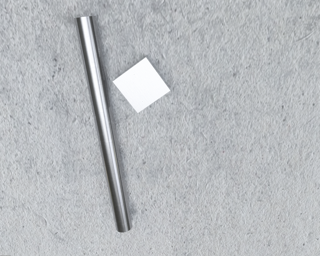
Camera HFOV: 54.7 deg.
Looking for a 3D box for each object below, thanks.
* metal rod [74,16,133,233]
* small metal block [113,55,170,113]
[{"bbox_3d":[-0.070,0.009,0.412,0.025,0.025,0.298,-6,110,2],"label":"metal rod"},{"bbox_3d":[-0.022,-0.055,0.389,0.050,0.025,0.050,-34,107,11],"label":"small metal block"}]
